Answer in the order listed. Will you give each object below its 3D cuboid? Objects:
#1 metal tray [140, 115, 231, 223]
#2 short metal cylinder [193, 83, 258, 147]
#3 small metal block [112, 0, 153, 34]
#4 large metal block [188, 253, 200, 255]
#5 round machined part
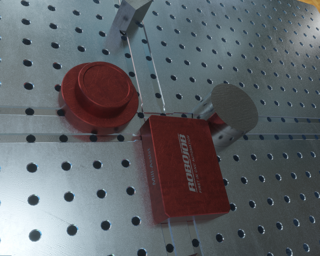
[{"bbox_3d":[0.030,0.049,0.393,0.091,0.030,0.130,4,60,-27],"label":"metal tray"},{"bbox_3d":[0.096,-0.019,0.458,0.081,0.050,0.080,14,56,-21],"label":"short metal cylinder"},{"bbox_3d":[-0.042,-0.182,0.482,0.025,0.050,0.050,41,51,-1],"label":"small metal block"},{"bbox_3d":[0.028,0.170,0.286,0.080,0.080,0.050,47,51,4],"label":"large metal block"},{"bbox_3d":[-0.072,-0.044,0.386,0.099,0.042,0.098,14,56,-21],"label":"round machined part"}]
